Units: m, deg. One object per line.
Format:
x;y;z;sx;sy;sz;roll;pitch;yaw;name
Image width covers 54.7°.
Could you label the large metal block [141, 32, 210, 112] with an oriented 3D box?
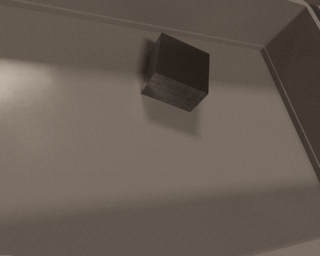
0.024;-0.080;0.453;0.081;0.050;0.080;20;54;-17;large metal block
